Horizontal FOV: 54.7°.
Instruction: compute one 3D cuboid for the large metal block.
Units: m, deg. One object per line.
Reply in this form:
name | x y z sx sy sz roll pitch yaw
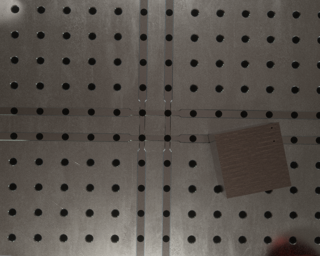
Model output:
large metal block | 0.113 0.039 0.402 0.080 0.050 0.080 -11 90 -1
